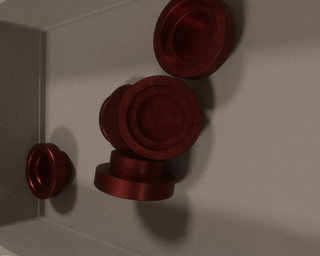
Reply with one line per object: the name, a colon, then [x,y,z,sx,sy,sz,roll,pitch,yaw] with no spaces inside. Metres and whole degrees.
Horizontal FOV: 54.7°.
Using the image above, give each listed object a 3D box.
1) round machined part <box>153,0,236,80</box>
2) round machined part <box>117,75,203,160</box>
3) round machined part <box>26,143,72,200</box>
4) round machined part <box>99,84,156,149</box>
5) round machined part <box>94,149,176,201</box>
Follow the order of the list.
round machined part: [0.043,-0.104,0.359,0.098,0.042,0.097,0,90,39]
round machined part: [0.001,-0.012,0.373,0.099,0.042,0.097,0,92,5]
round machined part: [-0.195,0.075,0.553,0.098,0.042,0.097,0,90,39]
round machined part: [-0.048,-0.013,0.433,0.098,0.042,0.097,0,90,39]
round machined part: [-0.029,0.053,0.382,0.098,0.099,0.042,12,95,39]
